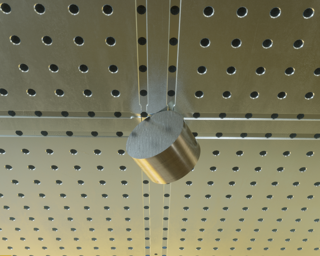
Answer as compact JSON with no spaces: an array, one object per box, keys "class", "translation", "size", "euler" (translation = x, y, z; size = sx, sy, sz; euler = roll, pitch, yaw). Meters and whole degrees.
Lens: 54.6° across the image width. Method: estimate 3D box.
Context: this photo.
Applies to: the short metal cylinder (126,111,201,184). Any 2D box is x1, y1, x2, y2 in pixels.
[{"class":"short metal cylinder","translation":[0.004,0.024,0.394],"size":[0.080,0.080,0.050],"euler":[-22,126,18]}]
